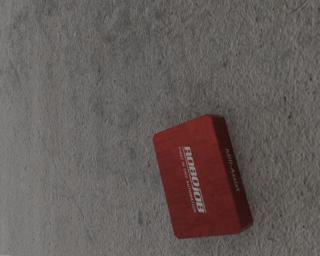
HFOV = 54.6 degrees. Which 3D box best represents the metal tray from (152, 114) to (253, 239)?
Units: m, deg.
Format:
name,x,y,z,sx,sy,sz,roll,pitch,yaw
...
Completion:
name,x,y,z,sx,sy,sz,roll,pitch,yaw
metal tray,0.046,0.058,0.365,0.090,0.030,0.129,-22,76,38
